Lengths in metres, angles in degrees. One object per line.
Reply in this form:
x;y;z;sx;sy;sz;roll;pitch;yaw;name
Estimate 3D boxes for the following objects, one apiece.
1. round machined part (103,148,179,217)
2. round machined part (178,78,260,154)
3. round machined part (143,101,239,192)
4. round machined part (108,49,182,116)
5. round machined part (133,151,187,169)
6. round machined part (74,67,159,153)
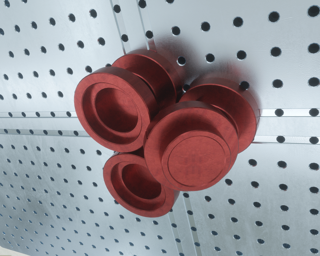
-0.020;0.062;0.395;0.098;0.042;0.097;13;124;21;round machined part
0.063;-0.006;0.364;0.098;0.042;0.097;13;124;21;round machined part
0.033;0.025;0.316;0.099;0.042;0.097;-3;114;-6;round machined part
-0.025;-0.045;0.388;0.098;0.042;0.097;13;124;21;round machined part
-0.002;0.042;0.428;0.098;0.042;0.097;13;124;21;round machined part
-0.045;-0.024;0.355;0.098;0.042;0.097;13;124;21;round machined part
